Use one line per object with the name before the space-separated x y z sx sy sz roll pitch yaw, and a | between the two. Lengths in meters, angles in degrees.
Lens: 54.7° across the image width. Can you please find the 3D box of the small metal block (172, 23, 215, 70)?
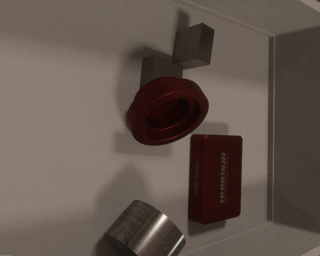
small metal block | 0.045 -0.112 0.430 0.025 0.050 0.050 14 81 -40

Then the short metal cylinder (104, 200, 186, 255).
short metal cylinder | -0.018 0.130 0.358 0.050 0.080 0.080 -47 118 -30

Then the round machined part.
round machined part | 0.006 -0.024 0.379 0.099 0.097 0.042 9 43 -40

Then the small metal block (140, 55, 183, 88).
small metal block | 0.002 -0.064 0.410 0.050 0.025 0.050 10 84 -40

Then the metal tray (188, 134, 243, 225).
metal tray | 0.088 0.075 0.480 0.091 0.030 0.129 3 88 -40
